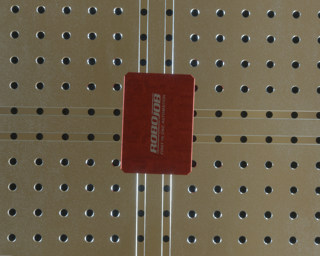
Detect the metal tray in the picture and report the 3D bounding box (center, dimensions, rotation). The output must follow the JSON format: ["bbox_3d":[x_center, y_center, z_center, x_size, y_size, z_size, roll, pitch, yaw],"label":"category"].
[{"bbox_3d":[-0.003,-0.006,0.410,0.091,0.030,0.129,2,90,-1],"label":"metal tray"}]
